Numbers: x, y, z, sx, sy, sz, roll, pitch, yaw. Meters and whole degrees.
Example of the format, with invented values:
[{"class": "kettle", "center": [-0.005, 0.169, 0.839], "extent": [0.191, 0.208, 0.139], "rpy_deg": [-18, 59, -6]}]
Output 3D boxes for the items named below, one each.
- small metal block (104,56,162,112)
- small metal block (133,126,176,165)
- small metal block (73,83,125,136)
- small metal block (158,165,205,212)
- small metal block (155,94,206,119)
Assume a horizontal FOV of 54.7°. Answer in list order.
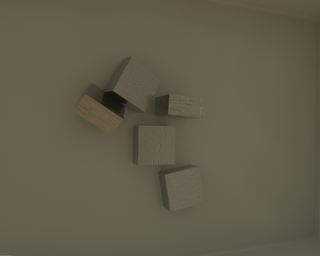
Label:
[{"class": "small metal block", "center": [-0.033, -0.054, 0.391], "extent": [0.050, 0.025, 0.050], "rpy_deg": [34, 74, -29]}, {"class": "small metal block", "center": [-0.008, 0.022, 0.408], "extent": [0.050, 0.025, 0.050], "rpy_deg": [1, 90, -20]}, {"class": "small metal block", "center": [-0.070, -0.024, 0.368], "extent": [0.050, 0.050, 0.025], "rpy_deg": [35, 106, -17]}, {"class": "small metal block", "center": [0.029, 0.080, 0.421], "extent": [0.050, 0.025, 0.050], "rpy_deg": [-10, 94, -20]}, {"class": "small metal block", "center": [0.026, -0.027, 0.406], "extent": [0.050, 0.050, 0.025], "rpy_deg": [5, 89, -20]}]
